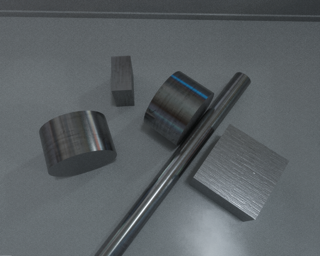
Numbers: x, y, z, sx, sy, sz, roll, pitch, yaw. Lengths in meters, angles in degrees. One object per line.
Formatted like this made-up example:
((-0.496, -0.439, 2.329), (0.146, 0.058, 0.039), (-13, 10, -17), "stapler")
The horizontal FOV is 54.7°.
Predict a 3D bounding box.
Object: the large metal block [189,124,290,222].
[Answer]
((0.094, 0.055, 0.377), (0.080, 0.050, 0.080), (34, 73, 11), "large metal block")

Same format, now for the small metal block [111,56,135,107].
((-0.050, -0.062, 0.418), (0.025, 0.050, 0.050), (-3, 70, -2), "small metal block")

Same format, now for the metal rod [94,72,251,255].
((0.026, 0.042, 0.394), (0.025, 0.025, 0.300), (36, 73, 12), "metal rod")

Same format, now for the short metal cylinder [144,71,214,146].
((0.024, -0.024, 0.390), (0.050, 0.080, 0.080), (35, 74, 11), "short metal cylinder")

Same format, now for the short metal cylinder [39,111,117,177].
((-0.098, 0.020, 0.372), (0.081, 0.080, 0.050), (-18, 71, -7), "short metal cylinder")
